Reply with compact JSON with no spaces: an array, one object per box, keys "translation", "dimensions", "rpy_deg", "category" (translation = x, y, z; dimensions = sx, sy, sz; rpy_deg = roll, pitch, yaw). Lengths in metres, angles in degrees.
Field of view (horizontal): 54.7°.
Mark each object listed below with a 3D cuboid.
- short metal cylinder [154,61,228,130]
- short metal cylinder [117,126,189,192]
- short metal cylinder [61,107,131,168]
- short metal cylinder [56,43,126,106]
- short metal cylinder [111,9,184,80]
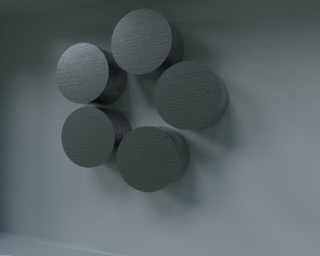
[{"translation":[0.040,-0.038,0.381],"dimensions":[0.080,0.050,0.080],"rpy_deg":[0,90,20],"category":"short metal cylinder"},{"translation":[-0.008,0.038,0.398],"dimensions":[0.080,0.050,0.080],"rpy_deg":[0,90,20],"category":"short metal cylinder"},{"translation":[-0.086,0.012,0.425],"dimensions":[0.080,0.050,0.080],"rpy_deg":[0,90,20],"category":"short metal cylinder"},{"translation":[-0.094,-0.072,0.428],"dimensions":[0.080,0.050,0.080],"rpy_deg":[0,90,20],"category":"short metal cylinder"},{"translation":[-0.015,-0.105,0.400],"dimensions":[0.080,0.050,0.080],"rpy_deg":[0,90,20],"category":"short metal cylinder"}]
